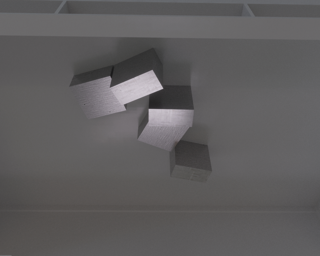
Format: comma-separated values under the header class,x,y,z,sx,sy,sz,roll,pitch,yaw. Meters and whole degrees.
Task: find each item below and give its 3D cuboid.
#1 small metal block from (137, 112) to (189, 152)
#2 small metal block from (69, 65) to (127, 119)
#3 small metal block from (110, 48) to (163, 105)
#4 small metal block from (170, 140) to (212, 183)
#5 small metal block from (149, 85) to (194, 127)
class,x,y,z,sx,sy,sz,roll,pitch,yaw
small metal block,0.004,-0.001,0.408,0.050,0.025,0.050,21,127,-17
small metal block,-0.072,-0.042,0.372,0.050,0.025,0.050,-13,129,10
small metal block,-0.025,-0.058,0.343,0.050,0.050,0.025,-20,127,16
small metal block,0.041,0.045,0.431,0.050,0.050,0.025,11,129,-10
small metal block,0.012,-0.027,0.369,0.050,0.050,0.025,1,130,-1
